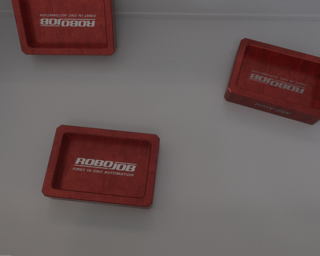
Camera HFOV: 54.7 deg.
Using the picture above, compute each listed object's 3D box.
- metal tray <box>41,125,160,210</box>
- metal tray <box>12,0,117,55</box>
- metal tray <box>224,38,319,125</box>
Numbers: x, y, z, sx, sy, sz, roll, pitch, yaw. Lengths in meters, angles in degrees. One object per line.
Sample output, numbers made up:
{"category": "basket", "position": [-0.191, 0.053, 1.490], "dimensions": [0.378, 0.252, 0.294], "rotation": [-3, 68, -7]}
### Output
{"category": "metal tray", "position": [-0.070, 0.048, 0.388], "dimensions": [0.131, 0.030, 0.090], "rotation": [6, 70, 2]}
{"category": "metal tray", "position": [-0.129, -0.149, 0.430], "dimensions": [0.131, 0.089, 0.030], "rotation": [0, 28, 0]}
{"category": "metal tray", "position": [0.165, -0.066, 0.431], "dimensions": [0.131, 0.030, 0.090], "rotation": [17, 71, 6]}
